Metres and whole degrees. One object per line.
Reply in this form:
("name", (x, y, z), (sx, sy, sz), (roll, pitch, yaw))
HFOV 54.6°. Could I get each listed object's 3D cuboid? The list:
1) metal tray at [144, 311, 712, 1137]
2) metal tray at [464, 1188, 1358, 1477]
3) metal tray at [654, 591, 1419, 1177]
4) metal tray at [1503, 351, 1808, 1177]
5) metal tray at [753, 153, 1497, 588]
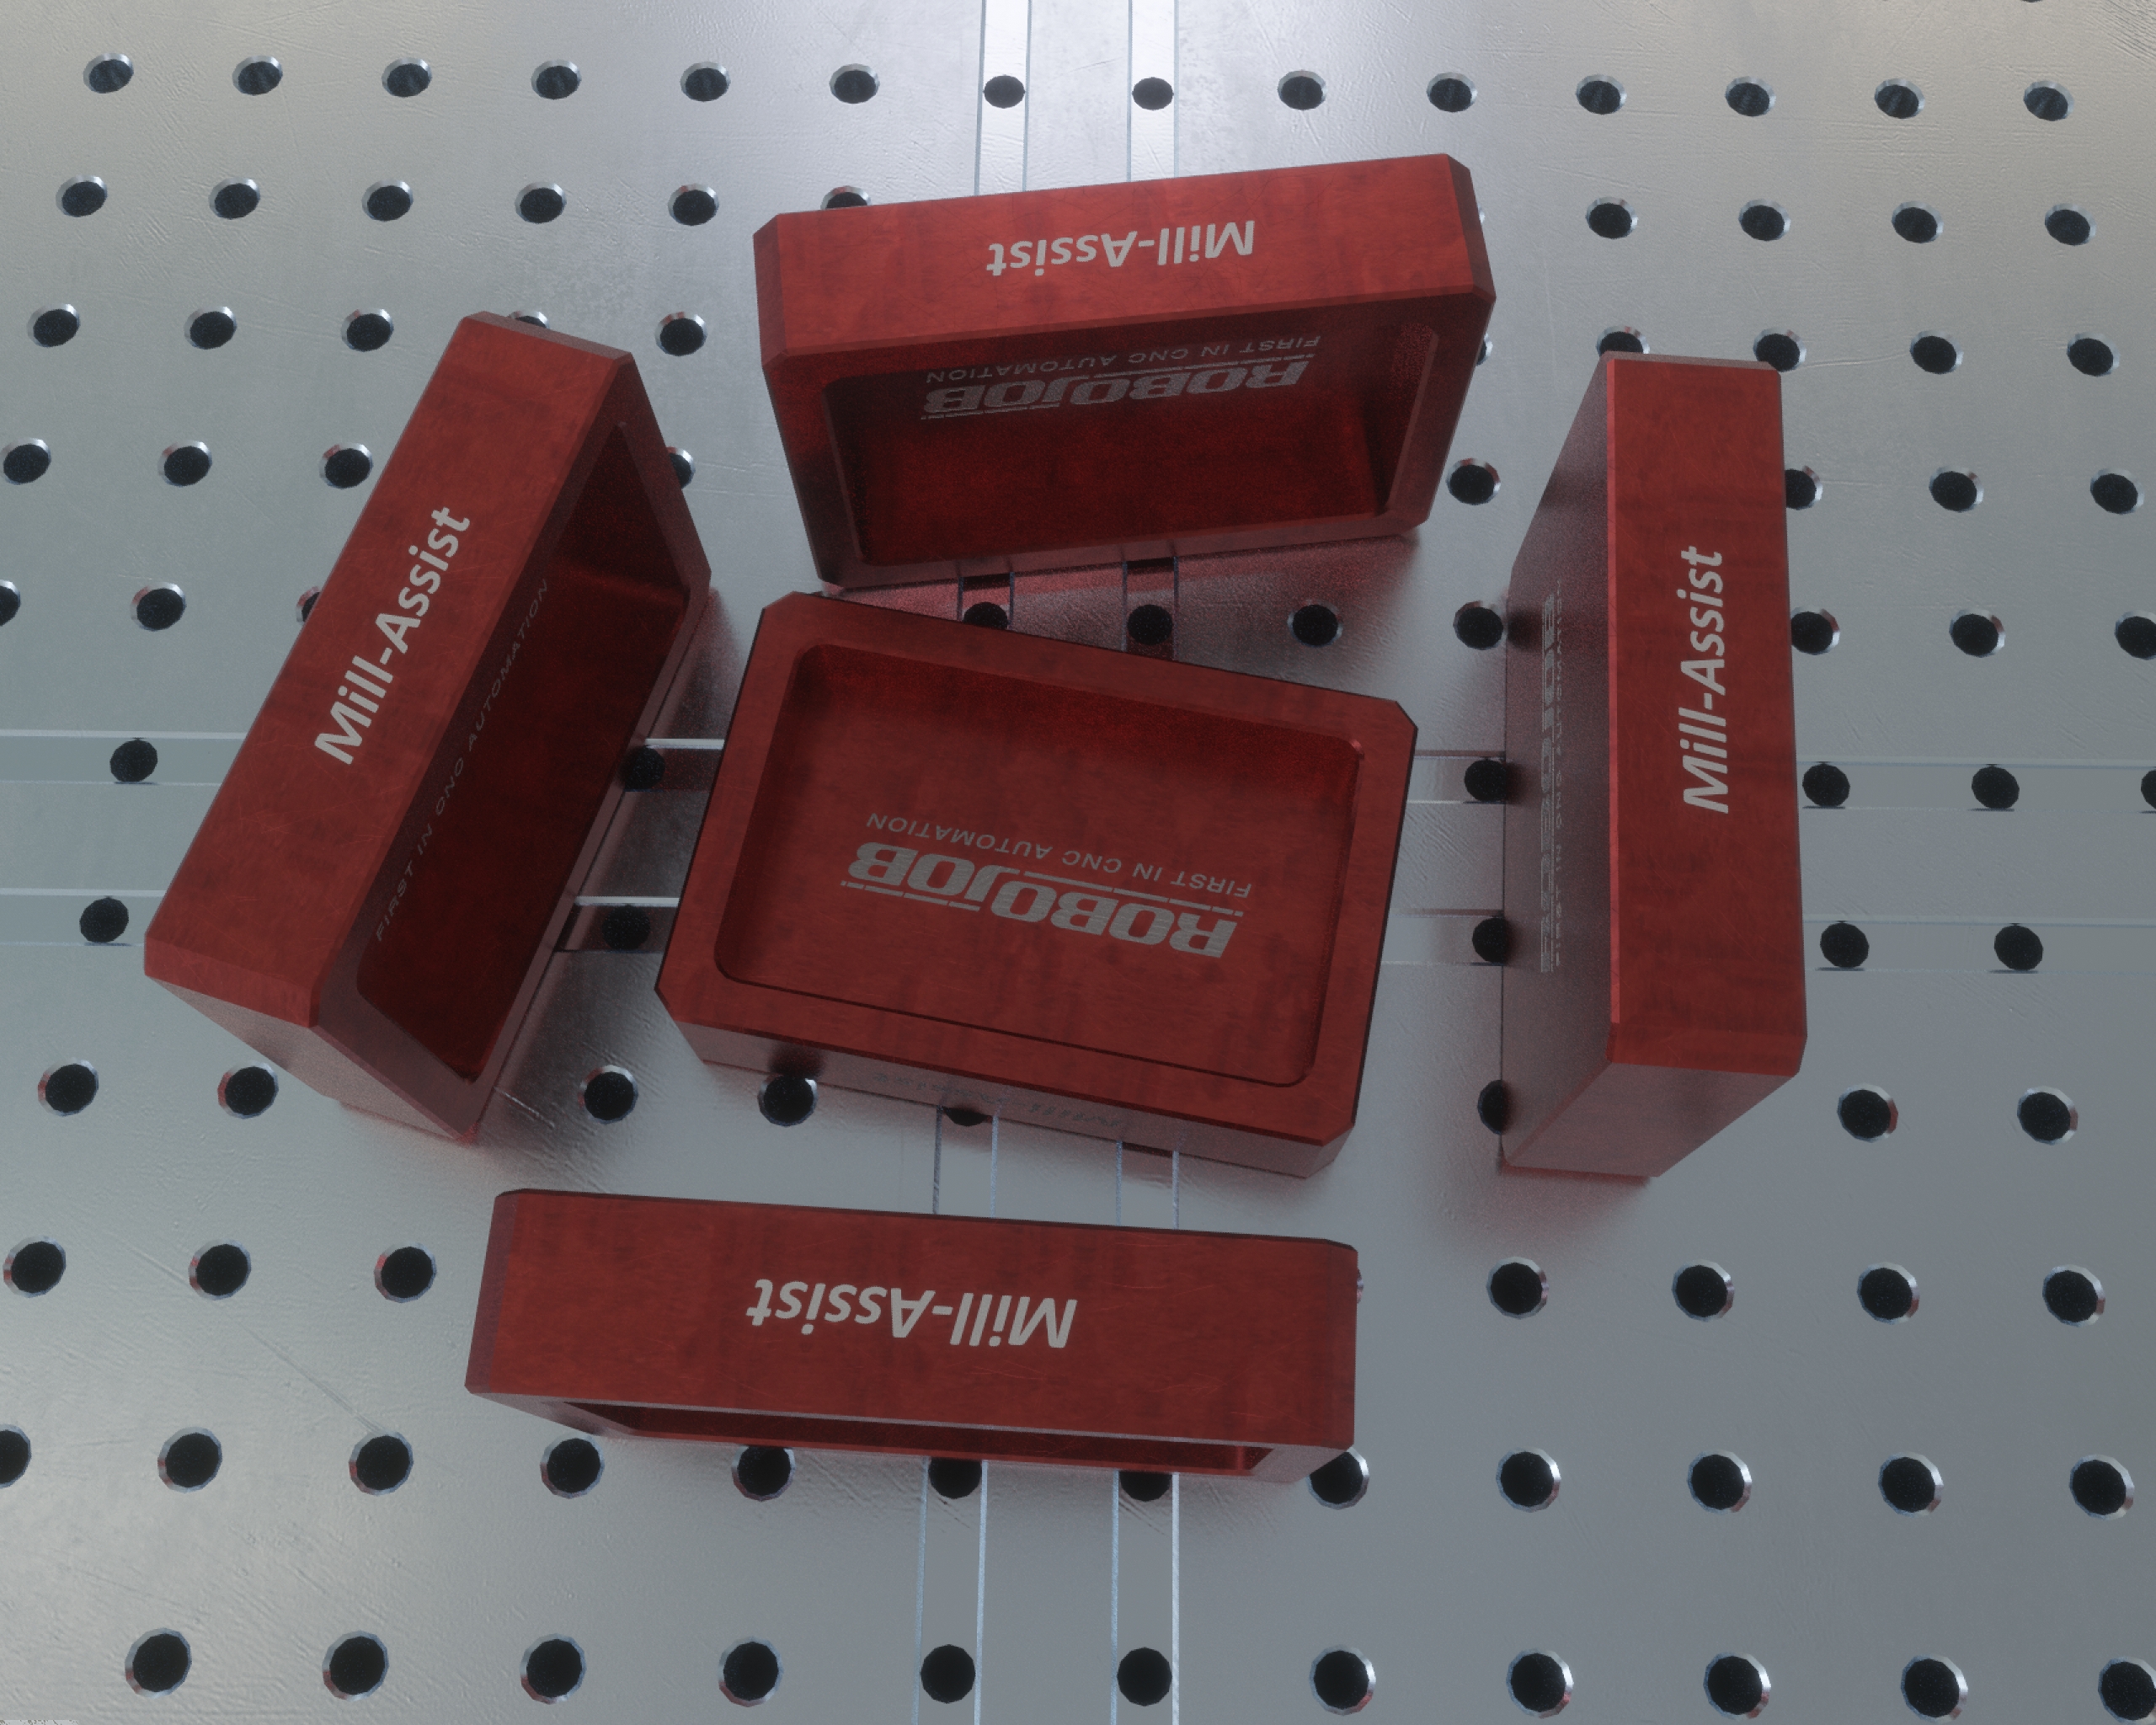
("metal tray", (-0.112, -0.022, 0.385), (0.030, 0.090, 0.130), (17, 71, 6))
("metal tray", (-0.024, 0.081, 0.348), (0.131, 0.090, 0.030), (3, 70, 1))
("metal tray", (-0.006, 0.003, 0.407), (0.131, 0.030, 0.090), (11, 70, 3))
("metal tray", (0.102, -0.015, 0.383), (0.030, 0.090, 0.130), (4, 70, 1))
("metal tray", (0.008, -0.093, 0.411), (0.131, 0.090, 0.030), (-6, 70, -2))
